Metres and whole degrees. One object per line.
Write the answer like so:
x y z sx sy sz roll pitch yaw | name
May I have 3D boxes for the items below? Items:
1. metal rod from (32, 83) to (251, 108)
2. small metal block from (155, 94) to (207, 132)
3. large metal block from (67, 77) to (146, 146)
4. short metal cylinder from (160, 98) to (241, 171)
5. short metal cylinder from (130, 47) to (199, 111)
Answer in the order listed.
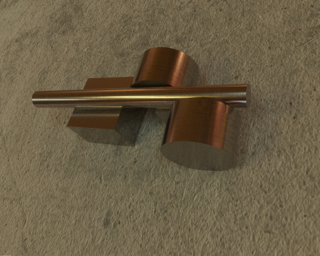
-0.043 -0.037 0.384 0.301 0.025 0.025 2 63 27 | metal rod
0.030 -0.018 0.382 0.050 0.050 0.025 1 63 28 | small metal block
-0.070 -0.024 0.435 0.080 0.050 0.080 3 63 29 | large metal block
0.045 0.009 0.339 0.080 0.080 0.050 0 62 28 | short metal cylinder
0.006 -0.059 0.403 0.080 0.080 0.050 2 63 29 | short metal cylinder
